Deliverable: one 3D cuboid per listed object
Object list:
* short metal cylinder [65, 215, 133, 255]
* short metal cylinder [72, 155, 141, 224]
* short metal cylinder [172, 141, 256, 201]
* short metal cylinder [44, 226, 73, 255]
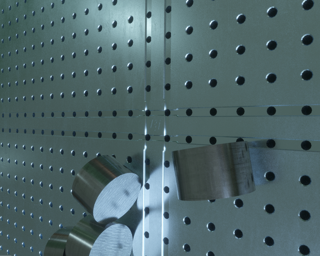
[{"bbox_3d":[-0.085,0.169,0.442,0.050,0.081,0.079,8,95,39],"label":"short metal cylinder"},{"bbox_3d":[-0.074,0.085,0.432,0.050,0.081,0.079,31,109,35],"label":"short metal cylinder"},{"bbox_3d":[0.055,0.044,0.327,0.080,0.081,0.050,-13,82,39],"label":"short metal cylinder"},{"bbox_3d":[-0.129,0.194,0.477,0.050,0.081,0.080,-12,83,39],"label":"short metal cylinder"}]
